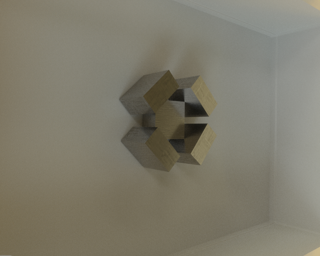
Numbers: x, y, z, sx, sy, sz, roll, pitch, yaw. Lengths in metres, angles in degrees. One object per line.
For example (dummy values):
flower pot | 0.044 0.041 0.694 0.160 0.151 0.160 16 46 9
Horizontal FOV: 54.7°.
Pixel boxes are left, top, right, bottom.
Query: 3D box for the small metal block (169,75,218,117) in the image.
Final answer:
small metal block | 0.042 -0.042 0.422 0.025 0.050 0.050 -53 122 -28

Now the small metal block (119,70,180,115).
small metal block | -0.013 -0.043 0.376 0.050 0.050 0.025 -49 119 -28

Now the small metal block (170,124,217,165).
small metal block | 0.041 0.021 0.422 0.025 0.050 0.050 49 60 -30

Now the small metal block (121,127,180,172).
small metal block | -0.012 0.025 0.378 0.025 0.050 0.050 -52 120 -26

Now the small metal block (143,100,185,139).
small metal block | 0.006 -0.011 0.408 0.050 0.025 0.050 1 90 -40
